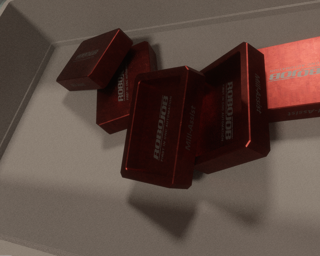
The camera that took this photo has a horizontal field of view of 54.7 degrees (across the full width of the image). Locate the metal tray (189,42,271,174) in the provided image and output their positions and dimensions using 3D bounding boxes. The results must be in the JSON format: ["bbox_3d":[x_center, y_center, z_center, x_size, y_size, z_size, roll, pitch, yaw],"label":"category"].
[{"bbox_3d":[0.074,-0.021,0.349,0.090,0.030,0.130,-29,45,48],"label":"metal tray"}]

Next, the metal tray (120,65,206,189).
[{"bbox_3d":[0.001,-0.001,0.359,0.090,0.030,0.129,1,81,47],"label":"metal tray"}]

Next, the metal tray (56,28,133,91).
[{"bbox_3d":[-0.108,-0.105,0.495,0.130,0.030,0.090,6,62,51],"label":"metal tray"}]

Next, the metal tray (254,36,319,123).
[{"bbox_3d":[0.166,-0.057,0.350,0.130,0.030,0.090,-7,58,24],"label":"metal tray"}]

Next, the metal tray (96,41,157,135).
[{"bbox_3d":[-0.048,-0.063,0.465,0.090,0.030,0.130,-18,55,17],"label":"metal tray"}]
